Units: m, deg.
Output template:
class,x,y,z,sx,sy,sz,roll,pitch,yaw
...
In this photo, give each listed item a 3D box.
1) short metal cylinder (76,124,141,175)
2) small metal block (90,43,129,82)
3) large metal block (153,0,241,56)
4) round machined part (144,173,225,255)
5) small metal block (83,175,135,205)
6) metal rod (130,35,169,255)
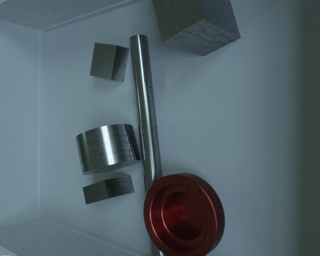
class,x,y,z,sx,sy,sz,roll,pitch,yaw
short metal cylinder,-0.071,0.031,0.427,0.080,0.081,0.050,-23,76,37
small metal block,-0.077,-0.099,0.468,0.050,0.025,0.050,18,101,38
large metal block,0.038,-0.132,0.338,0.050,0.081,0.080,-20,77,38
round machined part,0.032,0.102,0.366,0.098,0.042,0.097,0,89,36
small metal block,-0.074,0.090,0.449,0.050,0.050,0.025,-23,75,37
metal rod,-0.014,0.023,0.416,0.025,0.025,0.298,-10,84,39
